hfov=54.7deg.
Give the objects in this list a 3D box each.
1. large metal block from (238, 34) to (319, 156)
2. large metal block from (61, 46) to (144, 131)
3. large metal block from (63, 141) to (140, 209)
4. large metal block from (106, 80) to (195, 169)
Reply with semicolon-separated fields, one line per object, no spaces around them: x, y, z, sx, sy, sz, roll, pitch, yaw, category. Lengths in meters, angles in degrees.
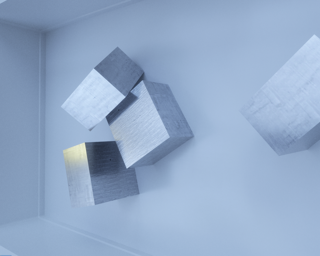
0.128;-0.023;0.264;0.080;0.081;0.050;-50;61;28;large metal block
-0.076;-0.054;0.423;0.050;0.080;0.080;43;124;-13;large metal block
-0.082;0.063;0.436;0.050;0.081;0.080;-19;78;38;large metal block
-0.015;-0.003;0.401;0.080;0.050;0.080;-38;67;33;large metal block
